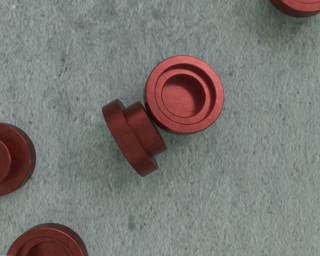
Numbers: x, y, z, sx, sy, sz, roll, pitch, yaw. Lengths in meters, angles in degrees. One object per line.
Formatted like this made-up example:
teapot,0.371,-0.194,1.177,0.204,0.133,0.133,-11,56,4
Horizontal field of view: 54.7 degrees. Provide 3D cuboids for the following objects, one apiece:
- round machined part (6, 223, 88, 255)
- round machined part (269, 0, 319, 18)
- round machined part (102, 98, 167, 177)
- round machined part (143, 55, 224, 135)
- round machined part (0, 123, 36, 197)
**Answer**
round machined part,-0.142,0.171,0.400,0.099,0.042,0.097,0,90,-1
round machined part,0.184,-0.192,0.404,0.099,0.042,0.097,0,90,-1
round machined part,-0.026,0.006,0.373,0.042,0.098,0.098,-30,90,1
round machined part,0.027,-0.039,0.395,0.099,0.042,0.097,2,81,-11
round machined part,-0.217,0.041,0.399,0.099,0.042,0.097,0,90,-1
